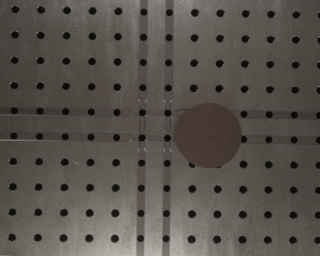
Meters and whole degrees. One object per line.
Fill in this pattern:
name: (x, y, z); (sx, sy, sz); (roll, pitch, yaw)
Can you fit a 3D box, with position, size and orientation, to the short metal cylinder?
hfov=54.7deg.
short metal cylinder: (0.059, 0.009, 0.402); (0.081, 0.050, 0.079); (0, 90, -1)
